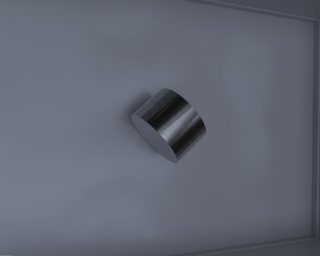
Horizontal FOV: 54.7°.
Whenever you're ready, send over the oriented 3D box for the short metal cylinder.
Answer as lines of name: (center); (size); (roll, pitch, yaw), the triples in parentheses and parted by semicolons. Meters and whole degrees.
short metal cylinder: (0.010, -0.003, 0.383); (0.050, 0.080, 0.080); (-43, 104, -15)
